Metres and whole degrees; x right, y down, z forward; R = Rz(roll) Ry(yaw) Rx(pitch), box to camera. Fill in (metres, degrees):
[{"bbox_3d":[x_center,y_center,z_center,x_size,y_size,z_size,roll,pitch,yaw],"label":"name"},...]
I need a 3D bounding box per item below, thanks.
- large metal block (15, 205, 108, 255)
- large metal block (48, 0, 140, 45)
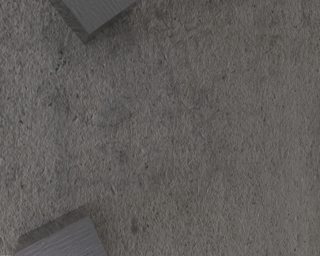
[{"bbox_3d":[-0.107,0.148,0.357,0.081,0.050,0.080,-24,98,-18],"label":"large metal block"},{"bbox_3d":[-0.082,-0.159,0.365,0.080,0.050,0.080,-42,103,-15],"label":"large metal block"}]
